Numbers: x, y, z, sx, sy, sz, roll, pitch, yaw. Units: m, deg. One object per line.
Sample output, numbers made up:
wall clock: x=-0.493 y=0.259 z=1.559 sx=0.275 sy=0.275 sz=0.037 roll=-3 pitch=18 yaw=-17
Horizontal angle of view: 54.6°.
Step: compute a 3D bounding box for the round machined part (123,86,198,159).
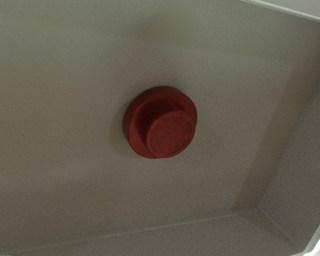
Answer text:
round machined part: x=0.006 y=-0.001 z=0.396 sx=0.099 sy=0.042 sz=0.097 roll=-14 pitch=124 yaw=-21
